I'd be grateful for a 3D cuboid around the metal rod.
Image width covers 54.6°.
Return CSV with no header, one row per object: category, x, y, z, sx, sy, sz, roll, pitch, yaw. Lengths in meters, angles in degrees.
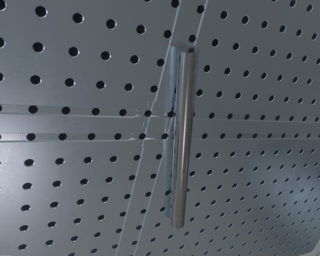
metal rod,0.032,0.034,0.448,0.025,0.025,0.298,-13,124,-22
